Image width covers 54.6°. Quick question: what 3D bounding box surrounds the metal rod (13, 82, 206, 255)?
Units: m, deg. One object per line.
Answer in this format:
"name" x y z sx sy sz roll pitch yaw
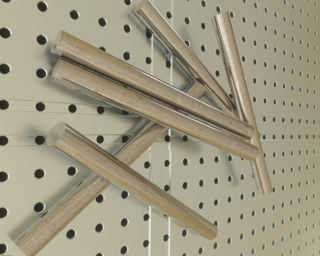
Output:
"metal rod" -0.038 0.030 0.376 0.301 0.025 0.025 -43 116 -31

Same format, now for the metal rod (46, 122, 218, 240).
"metal rod" -0.008 0.082 0.376 0.300 0.025 0.025 42 65 -40

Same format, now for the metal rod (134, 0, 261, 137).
"metal rod" 0.071 -0.069 0.466 0.300 0.025 0.025 42 65 -32

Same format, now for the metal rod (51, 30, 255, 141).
"metal rod" 0.015 -0.040 0.390 0.302 0.025 0.025 22 76 -32

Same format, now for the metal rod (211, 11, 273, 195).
"metal rod" 0.132 -0.027 0.483 0.025 0.025 0.299 -32 112 -35

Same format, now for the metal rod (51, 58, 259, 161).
"metal rod" 0.016 -0.011 0.388 0.302 0.025 0.025 22 76 -30
